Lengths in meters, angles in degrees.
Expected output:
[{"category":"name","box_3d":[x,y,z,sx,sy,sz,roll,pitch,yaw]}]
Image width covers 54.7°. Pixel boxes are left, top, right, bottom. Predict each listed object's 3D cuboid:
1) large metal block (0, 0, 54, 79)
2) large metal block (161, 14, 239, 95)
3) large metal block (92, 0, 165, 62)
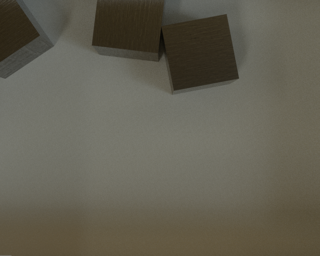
[{"category":"large metal block","box_3d":[-0.200,-0.122,0.397,0.080,0.050,0.080,-34,90,0]},{"category":"large metal block","box_3d":[0.049,-0.092,0.399,0.080,0.050,0.080,-11,90,0]},{"category":"large metal block","box_3d":[-0.037,-0.134,0.398,0.080,0.050,0.080,7,90,0]}]
